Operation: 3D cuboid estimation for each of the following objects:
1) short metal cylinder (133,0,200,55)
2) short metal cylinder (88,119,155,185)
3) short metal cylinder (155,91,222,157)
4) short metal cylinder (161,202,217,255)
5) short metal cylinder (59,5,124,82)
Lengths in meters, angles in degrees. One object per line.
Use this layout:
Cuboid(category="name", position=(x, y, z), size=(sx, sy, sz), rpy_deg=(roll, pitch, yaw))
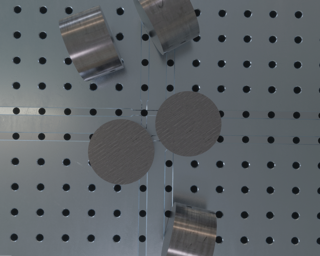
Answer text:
Cuboid(category="short metal cylinder", position=(0.007, -0.139, 0.386), size=(0.050, 0.080, 0.080), rpy_deg=(-29, 90, 0))
Cuboid(category="short metal cylinder", position=(-0.047, 0.029, 0.400), size=(0.081, 0.050, 0.079), rpy_deg=(0, 90, 0))
Cuboid(category="short metal cylinder", position=(0.035, -0.005, 0.401), size=(0.081, 0.050, 0.079), rpy_deg=(0, 90, 0))
Cuboid(category="short metal cylinder", position=(0.034, 0.138, 0.386), size=(0.050, 0.080, 0.080), rpy_deg=(14, 90, 0))
Cuboid(category="short metal cylinder", position=(-0.083, -0.104, 0.385), size=(0.050, 0.080, 0.080), rpy_deg=(-20, 90, 0))
